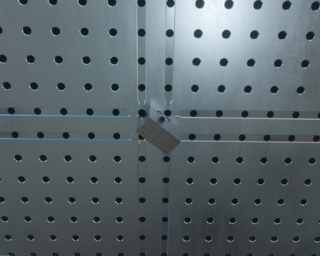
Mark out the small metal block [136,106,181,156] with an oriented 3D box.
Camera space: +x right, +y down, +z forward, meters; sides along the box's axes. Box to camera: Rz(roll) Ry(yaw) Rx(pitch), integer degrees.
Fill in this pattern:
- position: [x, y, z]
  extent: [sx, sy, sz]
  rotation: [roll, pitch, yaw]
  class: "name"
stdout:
- position: [-0.002, 0.002, 0.401]
  extent: [0.050, 0.050, 0.025]
  rotation: [38, 106, -13]
  class: "small metal block"
